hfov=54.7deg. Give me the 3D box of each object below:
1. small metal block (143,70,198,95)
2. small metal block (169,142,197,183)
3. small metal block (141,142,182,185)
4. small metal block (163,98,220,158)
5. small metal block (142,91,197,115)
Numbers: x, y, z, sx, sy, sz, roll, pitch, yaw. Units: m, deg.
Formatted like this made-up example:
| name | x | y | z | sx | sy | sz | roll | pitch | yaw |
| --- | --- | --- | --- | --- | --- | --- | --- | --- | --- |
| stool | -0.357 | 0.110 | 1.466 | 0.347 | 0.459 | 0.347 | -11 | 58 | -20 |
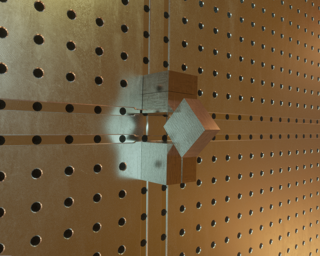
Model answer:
| name | x | y | z | sx | sy | sz | roll | pitch | yaw |
| --- | --- | --- | --- | --- | --- | --- | --- | --- | --- |
| small metal block | 0.013 | -0.056 | 0.405 | 0.050 | 0.050 | 0.025 | 3 | 89 | -40 |
| small metal block | 0.021 | 0.044 | 0.411 | 0.025 | 0.050 | 0.050 | 2 | 89 | -40 |
| small metal block | 0.001 | 0.044 | 0.396 | 0.025 | 0.050 | 0.050 | 2 | 89 | -40 |
| small metal block | 0.037 | 0.000 | 0.372 | 0.025 | 0.050 | 0.050 | 1 | 47 | -40 |
| small metal block | 0.013 | -0.031 | 0.405 | 0.050 | 0.050 | 0.025 | 3 | 89 | -40 |
